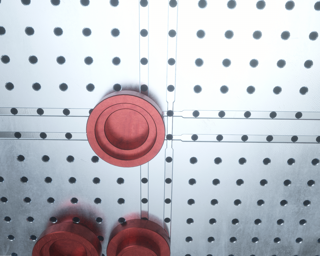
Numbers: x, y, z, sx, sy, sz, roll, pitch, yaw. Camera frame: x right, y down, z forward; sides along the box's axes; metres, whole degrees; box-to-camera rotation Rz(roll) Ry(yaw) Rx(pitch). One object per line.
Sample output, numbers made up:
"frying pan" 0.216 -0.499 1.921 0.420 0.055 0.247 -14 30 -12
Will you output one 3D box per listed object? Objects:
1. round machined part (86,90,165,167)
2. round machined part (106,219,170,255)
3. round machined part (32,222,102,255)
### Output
"round machined part" -0.042 -0.002 0.403 0.099 0.042 0.097 0 110 0
"round machined part" -0.033 0.193 0.475 0.099 0.042 0.097 0 110 0
"round machined part" -0.137 0.184 0.471 0.099 0.042 0.097 0 110 0
